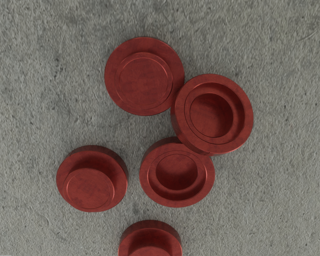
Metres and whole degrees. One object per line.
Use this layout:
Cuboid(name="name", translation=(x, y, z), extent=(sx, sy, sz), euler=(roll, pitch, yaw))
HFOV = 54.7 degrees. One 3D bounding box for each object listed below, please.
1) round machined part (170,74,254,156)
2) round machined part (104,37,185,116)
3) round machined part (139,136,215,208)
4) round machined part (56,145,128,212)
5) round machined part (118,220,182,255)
Cuboid(name="round machined part", translation=(0.060, -0.013, 0.380), extent=(0.099, 0.042, 0.098), euler=(4, 75, -13))
Cuboid(name="round machined part", translation=(-0.019, -0.060, 0.378), extent=(0.099, 0.042, 0.097), euler=(0, 110, 0))
Cuboid(name="round machined part", translation=(0.023, 0.055, 0.420), extent=(0.099, 0.042, 0.097), euler=(0, 112, 1))
Cuboid(name="round machined part", translation=(-0.095, 0.076, 0.428), extent=(0.099, 0.042, 0.097), euler=(0, 110, 0))
Cuboid(name="round machined part", translation=(-0.015, 0.193, 0.472), extent=(0.099, 0.042, 0.097), euler=(0, 110, 0))
